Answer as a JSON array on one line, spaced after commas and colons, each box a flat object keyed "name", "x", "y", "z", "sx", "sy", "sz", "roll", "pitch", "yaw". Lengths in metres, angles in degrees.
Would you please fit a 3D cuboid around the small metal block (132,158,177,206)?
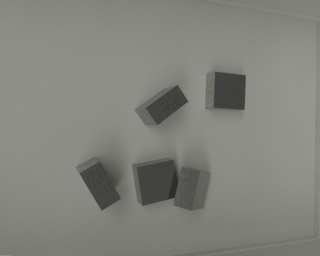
[{"name": "small metal block", "x": -0.006, "y": 0.070, "z": 0.408, "sx": 0.050, "sy": 0.025, "sz": 0.050, "roll": -9, "pitch": 93, "yaw": -20}]

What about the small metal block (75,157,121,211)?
[{"name": "small metal block", "x": -0.075, "y": 0.065, "z": 0.370, "sx": 0.025, "sy": 0.050, "sz": 0.050, "roll": -31, "pitch": 100, "yaw": -17}]

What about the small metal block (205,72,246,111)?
[{"name": "small metal block", "x": 0.094, "y": -0.052, "z": 0.445, "sx": 0.050, "sy": 0.025, "sz": 0.050, "roll": 2, "pitch": 89, "yaw": -20}]

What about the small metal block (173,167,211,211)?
[{"name": "small metal block", "x": 0.044, "y": 0.080, "z": 0.412, "sx": 0.050, "sy": 0.025, "sz": 0.050, "roll": 22, "pitch": 80, "yaw": -63}]

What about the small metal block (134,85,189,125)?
[{"name": "small metal block", "x": 0.001, "y": -0.028, "z": 0.397, "sx": 0.050, "sy": 0.050, "sz": 0.025, "roll": -38, "pitch": 102, "yaw": -16}]
